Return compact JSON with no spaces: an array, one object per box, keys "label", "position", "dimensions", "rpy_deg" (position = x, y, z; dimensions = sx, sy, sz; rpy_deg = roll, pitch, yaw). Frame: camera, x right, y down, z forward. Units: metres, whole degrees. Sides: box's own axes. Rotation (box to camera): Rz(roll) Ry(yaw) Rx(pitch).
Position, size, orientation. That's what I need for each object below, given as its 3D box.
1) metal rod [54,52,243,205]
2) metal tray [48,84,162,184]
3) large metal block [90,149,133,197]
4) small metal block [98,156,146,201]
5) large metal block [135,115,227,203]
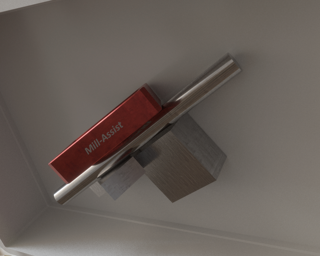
[{"label":"metal rod","position":[-0.031,0.014,0.382],"dimensions":[0.299,0.025,0.025],"rpy_deg":[-37,98,23]},{"label":"metal tray","position":[-0.058,0.002,0.360],"dimensions":[0.130,0.090,0.030],"rpy_deg":[-38,99,6]},{"label":"large metal block","position":[-0.084,0.044,0.458],"dimensions":[0.080,0.050,0.080],"rpy_deg":[47,129,-6]},{"label":"small metal block","position":[-0.049,0.061,0.390],"dimensions":[0.025,0.050,0.050],"rpy_deg":[50,165,-7]},{"label":"large metal block","position":[0.025,0.039,0.401],"dimensions":[0.080,0.050,0.080],"rpy_deg":[47,129,-6]}]
